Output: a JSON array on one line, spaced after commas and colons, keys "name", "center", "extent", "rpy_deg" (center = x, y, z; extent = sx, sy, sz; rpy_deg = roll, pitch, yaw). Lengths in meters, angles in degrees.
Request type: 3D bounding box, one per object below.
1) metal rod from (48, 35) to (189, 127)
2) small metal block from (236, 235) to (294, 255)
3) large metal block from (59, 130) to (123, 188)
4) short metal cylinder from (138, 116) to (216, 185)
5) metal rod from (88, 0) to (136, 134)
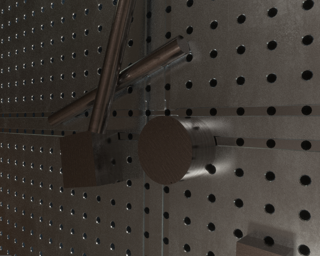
[{"name": "metal rod", "center": [-0.082, -0.059, 0.474], "extent": [0.299, 0.025, 0.025], "rpy_deg": [-22, 76, 37]}, {"name": "small metal block", "center": [0.107, 0.146, 0.320], "extent": [0.050, 0.025, 0.050], "rpy_deg": [3, 92, 39]}, {"name": "large metal block", "center": [-0.107, 0.048, 0.479], "extent": [0.080, 0.050, 0.080], "rpy_deg": [-12, 83, 39]}, {"name": "short metal cylinder", "center": [0.020, 0.025, 0.375], "extent": [0.080, 0.050, 0.079], "rpy_deg": [0, 90, 39]}, {"name": "metal rod", "center": [-0.054, -0.139, 0.428], "extent": [0.025, 0.025, 0.298], "rpy_deg": [14, 92, 39]}]
